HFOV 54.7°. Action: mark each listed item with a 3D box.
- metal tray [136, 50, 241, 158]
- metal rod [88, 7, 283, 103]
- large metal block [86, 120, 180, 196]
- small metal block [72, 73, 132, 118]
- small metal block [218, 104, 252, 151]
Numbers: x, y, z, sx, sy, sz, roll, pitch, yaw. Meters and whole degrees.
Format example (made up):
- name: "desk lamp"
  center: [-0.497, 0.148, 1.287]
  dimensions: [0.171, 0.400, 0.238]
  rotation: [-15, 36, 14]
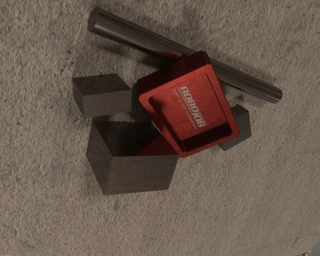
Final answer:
- name: "metal tray"
  center: [0.039, -0.023, 0.389]
  dimensions: [0.090, 0.030, 0.130]
  rotation: [-23, 133, 12]
- name: "metal rod"
  center: [0.055, -0.078, 0.390]
  dimensions: [0.302, 0.025, 0.025]
  rotation: [13, 111, -34]
- name: "large metal block"
  center: [-0.036, 0.033, 0.373]
  dimensions: [0.081, 0.080, 0.050]
  rotation: [1, 118, -29]
- name: "small metal block"
  center: [-0.063, -0.036, 0.335]
  dimensions: [0.050, 0.050, 0.025]
  rotation: [-11, 123, -23]
- name: "small metal block"
  center: [0.108, 0.000, 0.468]
  dimensions: [0.050, 0.025, 0.050]
  rotation: [-28, 128, -11]
